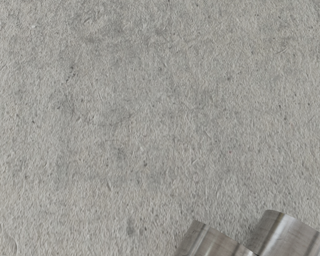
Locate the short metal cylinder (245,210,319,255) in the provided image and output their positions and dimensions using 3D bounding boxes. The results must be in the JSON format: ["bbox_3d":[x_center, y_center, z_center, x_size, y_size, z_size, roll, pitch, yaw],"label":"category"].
[{"bbox_3d":[0.138,0.132,0.332,0.080,0.080,0.050,33,74,11],"label":"short metal cylinder"}]

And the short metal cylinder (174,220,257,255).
[{"bbox_3d":[0.058,0.141,0.328,0.080,0.080,0.050,30,73,10],"label":"short metal cylinder"}]
